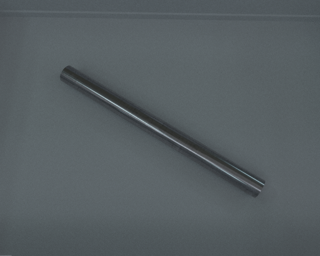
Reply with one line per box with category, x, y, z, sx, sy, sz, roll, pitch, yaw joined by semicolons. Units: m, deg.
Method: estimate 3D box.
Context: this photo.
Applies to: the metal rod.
metal rod;-0.004;0.000;0.407;0.301;0.025;0.025;31;73;10
